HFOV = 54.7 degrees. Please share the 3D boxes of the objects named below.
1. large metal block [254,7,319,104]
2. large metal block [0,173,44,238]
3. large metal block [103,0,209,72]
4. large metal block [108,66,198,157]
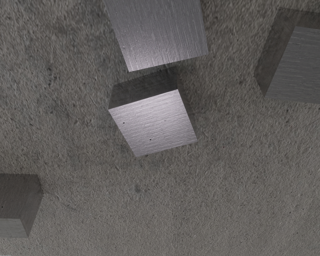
[{"bbox_3d":[0.157,-0.074,0.329,0.081,0.050,0.079,6,130,-5],"label":"large metal block"},{"bbox_3d":[-0.232,0.116,0.467,0.081,0.080,0.050,2,130,-2],"label":"large metal block"},{"bbox_3d":[-0.002,-0.109,0.298,0.080,0.050,0.080,-11,130,9],"label":"large metal block"},{"bbox_3d":[-0.006,-0.018,0.375,0.080,0.050,0.080,-15,129,12],"label":"large metal block"}]
